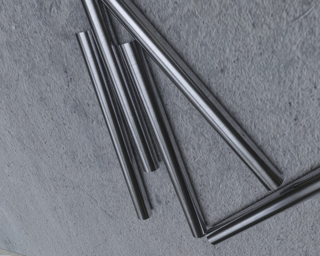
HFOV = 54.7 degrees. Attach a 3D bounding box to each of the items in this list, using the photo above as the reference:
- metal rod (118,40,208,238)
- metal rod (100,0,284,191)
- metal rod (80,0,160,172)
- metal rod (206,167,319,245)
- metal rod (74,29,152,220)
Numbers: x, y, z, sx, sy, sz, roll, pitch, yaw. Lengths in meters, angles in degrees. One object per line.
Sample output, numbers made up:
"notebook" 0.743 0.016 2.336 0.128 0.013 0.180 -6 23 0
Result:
"metal rod" 0.012 0.029 0.418 0.025 0.025 0.299 -7 115 31
"metal rod" 0.039 -0.044 0.358 0.300 0.025 0.025 48 129 -6
"metal rod" -0.055 -0.074 0.390 0.025 0.025 0.298 -4 117 30
"metal rod" 0.160 0.080 0.371 0.025 0.025 0.298 43 129 -1
"metal rod" -0.059 0.011 0.444 0.025 0.025 0.298 0 119 28
